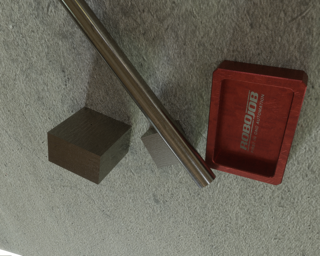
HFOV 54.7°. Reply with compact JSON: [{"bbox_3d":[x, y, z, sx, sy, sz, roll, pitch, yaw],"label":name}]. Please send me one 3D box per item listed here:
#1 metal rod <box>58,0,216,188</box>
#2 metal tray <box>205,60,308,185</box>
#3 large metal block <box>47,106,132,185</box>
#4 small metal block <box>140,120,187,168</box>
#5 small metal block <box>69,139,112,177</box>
[{"bbox_3d":[-0.033,-0.055,0.368,0.025,0.025,0.299,-35,93,38],"label":"metal rod"},{"bbox_3d":[0.102,-0.004,0.346,0.090,0.030,0.129,13,124,20],"label":"metal tray"},{"bbox_3d":[-0.096,0.021,0.433,0.080,0.080,0.050,22,126,14],"label":"large metal block"},{"bbox_3d":[0.010,0.022,0.414,0.050,0.025,0.050,-17,110,34],"label":"small metal block"},{"bbox_3d":[-0.110,0.047,0.492,0.050,0.025,0.050,5,121,25],"label":"small metal block"}]
